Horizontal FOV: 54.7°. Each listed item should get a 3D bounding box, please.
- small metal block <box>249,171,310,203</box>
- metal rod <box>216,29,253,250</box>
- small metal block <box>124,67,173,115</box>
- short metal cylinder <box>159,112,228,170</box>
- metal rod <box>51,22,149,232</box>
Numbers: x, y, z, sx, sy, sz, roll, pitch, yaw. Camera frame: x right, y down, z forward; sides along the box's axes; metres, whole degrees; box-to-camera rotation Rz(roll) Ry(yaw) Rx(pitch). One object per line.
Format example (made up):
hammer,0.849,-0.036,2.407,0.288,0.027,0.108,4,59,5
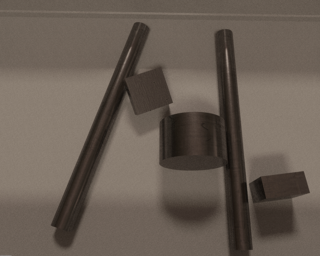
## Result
small metal block,0.141,0.072,0.372,0.050,0.050,0.025,-7,71,-3
metal rod,0.095,0.001,0.410,0.025,0.025,0.299,0,70,0
small metal block,-0.016,-0.049,0.416,0.050,0.025,0.050,-20,98,-11
short metal cylinder,0.039,0.019,0.374,0.081,0.080,0.050,0,70,0
metal rod,-0.072,-0.016,0.414,0.025,0.025,0.299,16,71,5
